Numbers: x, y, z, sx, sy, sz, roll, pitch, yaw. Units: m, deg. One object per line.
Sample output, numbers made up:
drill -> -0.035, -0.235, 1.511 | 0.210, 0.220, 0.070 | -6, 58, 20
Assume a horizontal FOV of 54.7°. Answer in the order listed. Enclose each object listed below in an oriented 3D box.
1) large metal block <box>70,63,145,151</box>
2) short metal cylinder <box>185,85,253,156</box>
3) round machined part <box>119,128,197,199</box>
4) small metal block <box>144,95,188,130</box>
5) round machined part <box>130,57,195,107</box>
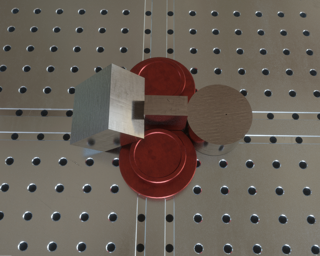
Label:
large metal block -> -0.065, -0.021, 0.384 | 0.050, 0.080, 0.080 | 18, 63, -42
short metal cylinder -> 0.073, -0.009, 0.401 | 0.081, 0.050, 0.080 | 0, 70, 0
round machined part -> -0.003, 0.038, 0.389 | 0.099, 0.042, 0.098 | 0, 70, 0
small metal block -> 0.007, -0.018, 0.381 | 0.050, 0.050, 0.025 | 1, 70, 0
round machined part -> -0.001, -0.056, 0.423 | 0.099, 0.042, 0.098 | 0, 70, 0
